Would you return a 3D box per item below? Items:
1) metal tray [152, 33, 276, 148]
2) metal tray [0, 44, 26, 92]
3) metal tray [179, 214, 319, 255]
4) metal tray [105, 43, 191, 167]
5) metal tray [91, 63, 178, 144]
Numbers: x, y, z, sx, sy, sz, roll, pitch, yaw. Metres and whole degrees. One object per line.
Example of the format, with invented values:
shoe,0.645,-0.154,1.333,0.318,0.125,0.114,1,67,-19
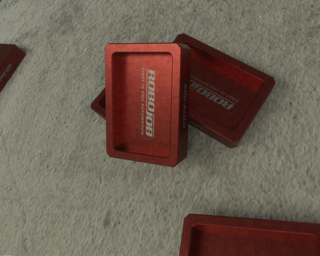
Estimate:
metal tray,0.056,-0.047,0.370,0.130,0.030,0.090,32,78,16
metal tray,-0.354,-0.119,0.656,0.090,0.030,0.130,12,67,32
metal tray,0.082,0.129,0.277,0.130,0.030,0.090,-3,60,26
metal tray,-0.015,-0.028,0.347,0.090,0.030,0.129,6,102,23
metal tray,-0.027,-0.033,0.433,0.130,0.030,0.090,31,79,37
